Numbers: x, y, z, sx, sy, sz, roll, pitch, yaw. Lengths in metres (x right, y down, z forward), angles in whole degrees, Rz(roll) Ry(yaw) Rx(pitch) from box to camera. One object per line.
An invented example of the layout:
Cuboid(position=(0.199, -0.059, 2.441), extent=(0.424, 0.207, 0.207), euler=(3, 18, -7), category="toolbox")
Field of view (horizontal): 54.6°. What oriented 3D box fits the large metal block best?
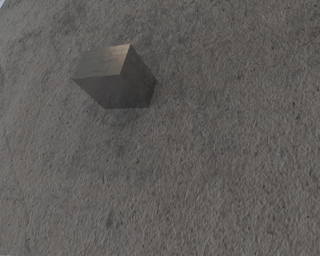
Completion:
Cuboid(position=(-0.063, -0.070, 0.446), extent=(0.080, 0.080, 0.050), euler=(0, 62, 28), category="large metal block")
